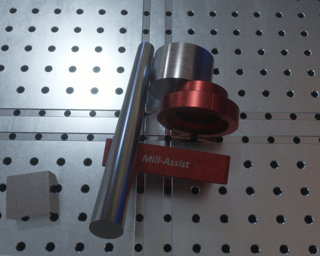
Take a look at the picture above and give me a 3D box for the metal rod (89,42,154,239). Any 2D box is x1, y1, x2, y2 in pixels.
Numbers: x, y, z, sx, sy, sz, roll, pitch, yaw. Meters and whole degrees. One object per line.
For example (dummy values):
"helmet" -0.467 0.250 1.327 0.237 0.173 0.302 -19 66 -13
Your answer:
"metal rod" -0.030 -0.021 0.340 0.025 0.025 0.300 4 39 1

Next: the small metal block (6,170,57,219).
"small metal block" -0.157 0.083 0.380 0.050 0.025 0.050 -8 70 -3

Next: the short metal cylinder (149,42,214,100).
"short metal cylinder" 0.029 -0.068 0.408 0.080 0.080 0.050 8 70 2

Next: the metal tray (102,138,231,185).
"metal tray" 0.008 0.038 0.360 0.131 0.090 0.030 8 85 2

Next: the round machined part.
"round machined part" 0.048 -0.025 0.382 0.099 0.098 0.042 8 71 2
